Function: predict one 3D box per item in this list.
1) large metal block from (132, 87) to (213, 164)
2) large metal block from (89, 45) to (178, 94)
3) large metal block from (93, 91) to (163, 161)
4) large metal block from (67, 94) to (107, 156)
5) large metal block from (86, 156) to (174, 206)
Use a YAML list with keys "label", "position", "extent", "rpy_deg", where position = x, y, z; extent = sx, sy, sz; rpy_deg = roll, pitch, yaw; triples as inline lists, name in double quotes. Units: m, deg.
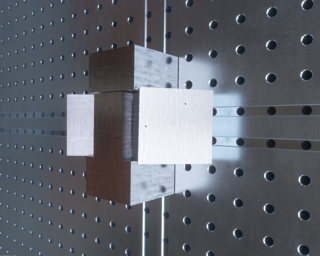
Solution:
- label: "large metal block"
  position: [0.012, -0.002, 0.351]
  extent: [0.050, 0.081, 0.079]
  rpy_deg: [-177, 88, -77]
- label: "large metal block"
  position: [-0.034, -0.068, 0.398]
  extent: [0.080, 0.081, 0.050]
  rpy_deg: [2, 91, 39]
- label: "large metal block"
  position: [-0.037, -0.003, 0.401]
  extent: [0.050, 0.081, 0.079]
  rpy_deg: [1, 91, 40]
- label: "large metal block"
  position: [-0.095, -0.005, 0.441]
  extent: [0.050, 0.080, 0.079]
  rpy_deg: [0, 91, 0]
- label: "large metal block"
  position: [-0.038, 0.061, 0.401]
  extent: [0.080, 0.081, 0.050]
  rpy_deg: [2, 91, 39]
